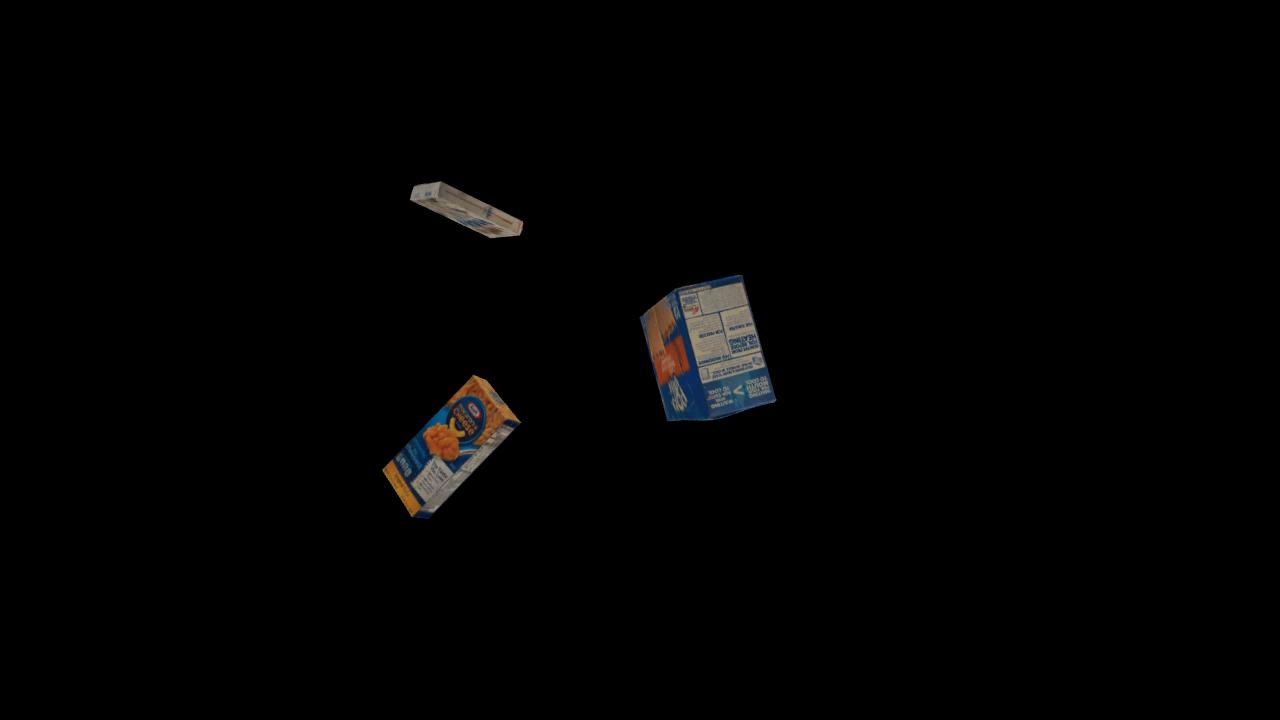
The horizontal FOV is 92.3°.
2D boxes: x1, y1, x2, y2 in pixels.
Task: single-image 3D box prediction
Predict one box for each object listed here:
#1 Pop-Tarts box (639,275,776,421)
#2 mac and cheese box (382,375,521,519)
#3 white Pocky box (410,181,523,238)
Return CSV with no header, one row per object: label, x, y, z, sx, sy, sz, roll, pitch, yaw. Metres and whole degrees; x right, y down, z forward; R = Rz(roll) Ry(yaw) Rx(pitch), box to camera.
Pop-Tarts box,0.070,-0.006,0.711,0.083,0.141,0.167,-15,-2,-13
mac and cheese box,-0.257,0.118,0.835,0.093,0.184,0.041,45,2,29
white Pocky box,-0.267,-0.232,0.959,0.084,0.028,0.154,7,-9,42
